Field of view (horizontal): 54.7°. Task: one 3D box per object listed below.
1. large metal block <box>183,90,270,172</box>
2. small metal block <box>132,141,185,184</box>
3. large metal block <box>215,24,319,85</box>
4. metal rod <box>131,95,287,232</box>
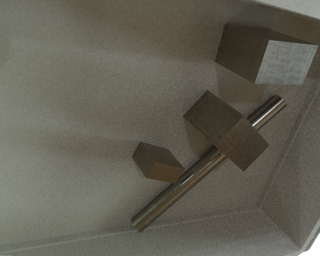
[{"bbox_3d":[0.090,0.003,0.427,0.050,0.080,0.080,-47,130,5],"label":"large metal block"},{"bbox_3d":[-0.003,0.047,0.422,0.050,0.050,0.025,18,109,-36],"label":"small metal block"},{"bbox_3d":[0.130,-0.093,0.389,0.081,0.080,0.050,-3,120,-27],"label":"large metal block"},{"bbox_3d":[0.077,0.055,0.486,0.300,0.025,0.025,-41,130,-1],"label":"metal rod"}]
